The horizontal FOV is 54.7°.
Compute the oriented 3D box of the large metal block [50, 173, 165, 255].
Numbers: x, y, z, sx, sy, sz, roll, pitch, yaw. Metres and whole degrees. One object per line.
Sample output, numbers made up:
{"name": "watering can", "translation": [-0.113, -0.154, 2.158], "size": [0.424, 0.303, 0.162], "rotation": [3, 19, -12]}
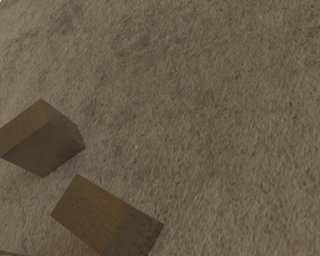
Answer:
{"name": "large metal block", "translation": [-0.054, 0.100, 0.335], "size": [0.080, 0.080, 0.050], "rotation": [20, 73, 35]}

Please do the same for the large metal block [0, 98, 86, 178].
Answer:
{"name": "large metal block", "translation": [-0.169, 0.017, 0.444], "size": [0.080, 0.080, 0.050], "rotation": [-36, 52, 4]}

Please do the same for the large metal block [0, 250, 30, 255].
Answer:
{"name": "large metal block", "translation": [-0.189, 0.189, 0.350], "size": [0.050, 0.080, 0.080], "rotation": [23, 74, 36]}
